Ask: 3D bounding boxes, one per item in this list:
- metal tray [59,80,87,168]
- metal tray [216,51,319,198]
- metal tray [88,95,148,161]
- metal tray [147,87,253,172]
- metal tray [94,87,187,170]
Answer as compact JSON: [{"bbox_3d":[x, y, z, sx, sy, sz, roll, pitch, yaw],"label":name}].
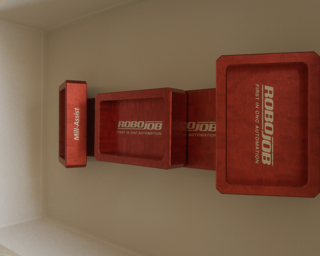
[{"bbox_3d":[-0.141,-0.006,0.495,0.090,0.030,0.129,-179,89,-65],"label":"metal tray"},{"bbox_3d":[0.099,-0.003,0.294,0.090,0.030,0.129,0,90,11],"label":"metal tray"},{"bbox_3d":[-0.057,-0.001,0.450,0.130,0.030,0.089,0,90,40],"label":"metal tray"},{"bbox_3d":[0.042,0.001,0.367,0.130,0.030,0.089,0,90,40],"label":"metal tray"},{"bbox_3d":[-0.029,0.000,0.386,0.130,0.030,0.089,1,90,40],"label":"metal tray"}]
